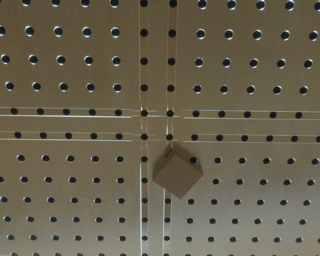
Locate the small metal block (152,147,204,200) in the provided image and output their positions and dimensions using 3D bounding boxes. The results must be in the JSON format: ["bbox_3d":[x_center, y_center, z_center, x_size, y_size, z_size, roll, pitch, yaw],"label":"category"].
[{"bbox_3d":[0.025,0.064,0.437,0.050,0.025,0.050,36,106,-12],"label":"small metal block"}]
